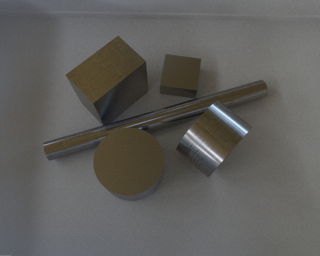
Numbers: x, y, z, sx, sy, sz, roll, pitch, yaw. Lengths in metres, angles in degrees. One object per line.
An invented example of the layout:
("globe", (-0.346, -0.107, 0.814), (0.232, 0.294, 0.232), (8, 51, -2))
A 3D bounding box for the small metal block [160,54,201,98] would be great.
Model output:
("small metal block", (0.029, -0.073, 0.435), (0.050, 0.025, 0.050), (8, 70, 2))

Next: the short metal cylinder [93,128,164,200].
("short metal cylinder", (-0.036, 0.045, 0.377), (0.081, 0.050, 0.080), (0, 70, 0))

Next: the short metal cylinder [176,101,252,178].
("short metal cylinder", (0.065, 0.014, 0.375), (0.050, 0.080, 0.080), (41, 75, 13))

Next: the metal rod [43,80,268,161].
("metal rod", (0.000, -0.013, 0.413), (0.302, 0.025, 0.025), (-16, 71, -7))

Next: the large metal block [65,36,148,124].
("large metal block", (-0.063, -0.057, 0.400), (0.080, 0.080, 0.050), (-42, 76, -14))
